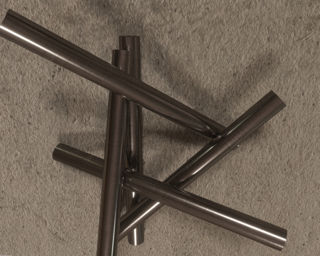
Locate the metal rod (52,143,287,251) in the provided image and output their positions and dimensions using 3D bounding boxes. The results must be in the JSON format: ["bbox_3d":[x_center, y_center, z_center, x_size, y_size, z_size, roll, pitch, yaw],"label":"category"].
[{"bbox_3d":[0.000,0.079,0.384,0.301,0.025,0.025,19,110,15],"label":"metal rod"}]

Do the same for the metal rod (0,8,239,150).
[{"bbox_3d":[-0.018,-0.037,0.344,0.302,0.025,0.025,25,109,-30],"label":"metal rod"}]

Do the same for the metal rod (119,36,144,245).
[{"bbox_3d":[-0.037,0.030,0.420,0.025,0.025,0.298,0,110,-1],"label":"metal rod"}]

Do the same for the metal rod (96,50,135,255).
[{"bbox_3d":[-0.056,0.060,0.371,0.025,0.025,0.298,5,98,-3],"label":"metal rod"}]

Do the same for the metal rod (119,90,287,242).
[{"bbox_3d":[0.032,0.062,0.399,0.025,0.025,0.299,43,107,-15],"label":"metal rod"}]
